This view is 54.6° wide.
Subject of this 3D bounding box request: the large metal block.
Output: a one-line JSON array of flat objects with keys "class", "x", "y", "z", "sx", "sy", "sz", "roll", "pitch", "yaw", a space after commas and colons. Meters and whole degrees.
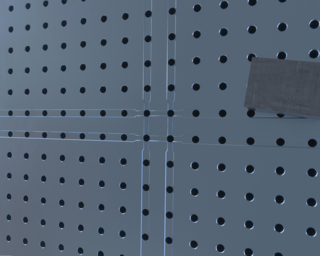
[{"class": "large metal block", "x": 0.139, "y": -0.040, "z": 0.334, "sx": 0.080, "sy": 0.080, "sz": 0.050, "roll": 10, "pitch": 94, "yaw": 20}]
